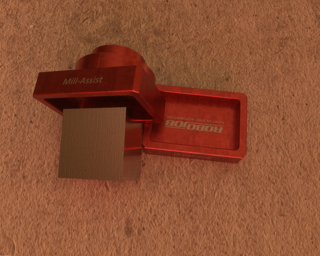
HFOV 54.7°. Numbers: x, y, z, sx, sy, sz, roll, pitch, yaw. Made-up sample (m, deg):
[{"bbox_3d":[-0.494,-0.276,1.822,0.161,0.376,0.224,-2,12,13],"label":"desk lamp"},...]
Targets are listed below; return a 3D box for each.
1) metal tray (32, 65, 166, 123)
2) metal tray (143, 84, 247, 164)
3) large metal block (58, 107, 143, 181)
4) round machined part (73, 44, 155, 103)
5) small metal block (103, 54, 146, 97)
[{"bbox_3d":[-0.068,-0.035,0.369,0.130,0.090,0.030,0,70,19],"label":"metal tray"},{"bbox_3d":[0.046,-0.006,0.409,0.131,0.030,0.090,6,70,2],"label":"metal tray"},{"bbox_3d":[-0.068,0.020,0.368,0.080,0.050,0.080,0,82,18],"label":"large metal block"},{"bbox_3d":[-0.054,-0.066,0.383,0.099,0.098,0.042,6,70,2],"label":"round machined part"},{"bbox_3d":[-0.049,-0.074,0.436,0.050,0.025,0.050,6,70,2],"label":"small metal block"}]
